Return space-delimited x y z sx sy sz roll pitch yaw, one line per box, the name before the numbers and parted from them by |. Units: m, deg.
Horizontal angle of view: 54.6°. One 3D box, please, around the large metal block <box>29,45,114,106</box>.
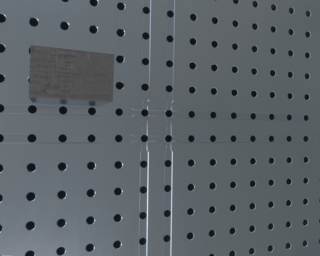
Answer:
large metal block | -0.100 -0.053 0.346 0.081 0.080 0.050 2 90 -20
